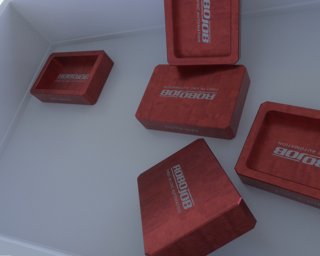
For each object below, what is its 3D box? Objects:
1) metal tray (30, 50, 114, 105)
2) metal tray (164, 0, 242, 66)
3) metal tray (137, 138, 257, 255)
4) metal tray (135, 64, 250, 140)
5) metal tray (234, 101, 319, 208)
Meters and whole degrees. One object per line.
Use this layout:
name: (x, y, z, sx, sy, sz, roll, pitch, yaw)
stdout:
metal tray: (-0.152, -0.087, 0.533, 0.130, 0.030, 0.090, 6, 64, 30)
metal tray: (0.053, -0.145, 0.383, 0.090, 0.129, 0.030, 2, 19, 18)
metal tray: (0.026, 0.068, 0.306, 0.090, 0.030, 0.130, -32, 21, 5)
metal tray: (0.041, -0.038, 0.403, 0.130, 0.030, 0.090, 7, 65, 31)
metal tray: (0.152, 0.028, 0.305, 0.130, 0.030, 0.090, 15, 69, 33)
